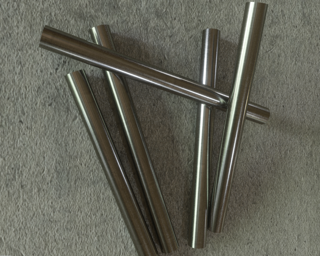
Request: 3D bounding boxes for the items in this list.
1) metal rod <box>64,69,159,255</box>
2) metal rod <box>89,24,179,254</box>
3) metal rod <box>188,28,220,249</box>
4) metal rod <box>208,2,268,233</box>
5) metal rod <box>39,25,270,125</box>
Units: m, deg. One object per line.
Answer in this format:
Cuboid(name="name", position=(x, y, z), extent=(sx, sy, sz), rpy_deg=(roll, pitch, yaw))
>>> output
Cuboid(name="metal rod", position=(-0.050, 0.073, 0.390), extent=(0.025, 0.025, 0.299), rpy_deg=(-23, 98, -19))
Cuboid(name="metal rod", position=(-0.031, 0.019, 0.397), extent=(0.025, 0.025, 0.298), rpy_deg=(-20, 97, -19))
Cuboid(name="metal rod", position=(0.062, 0.013, 0.431), extent=(0.025, 0.025, 0.298), rpy_deg=(5, 89, -20))
Cuboid(name="metal rod", position=(0.094, -0.001, 0.397), extent=(0.025, 0.025, 0.298), rpy_deg=(1, 107, -20))
Cuboid(name="metal rod", position=(0.009, -0.058, 0.384), extent=(0.302, 0.025, 0.025), rpy_deg=(17, 85, -20))
